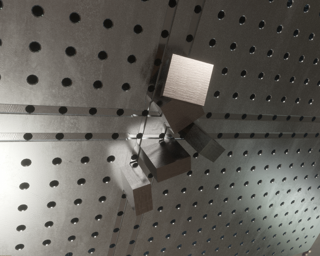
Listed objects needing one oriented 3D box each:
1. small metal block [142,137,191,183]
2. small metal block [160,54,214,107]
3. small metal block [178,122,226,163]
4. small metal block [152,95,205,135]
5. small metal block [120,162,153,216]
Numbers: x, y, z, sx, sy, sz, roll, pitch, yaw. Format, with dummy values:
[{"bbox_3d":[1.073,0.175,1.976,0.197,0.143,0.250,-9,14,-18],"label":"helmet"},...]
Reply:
[{"bbox_3d":[0.008,0.043,0.428,0.050,0.050,0.025,-17,126,-19],"label":"small metal block"},{"bbox_3d":[0.031,-0.056,0.373,0.050,0.025,0.050,13,89,-9],"label":"small metal block"},{"bbox_3d":[0.057,0.017,0.433,0.025,0.050,0.050,-49,143,6],"label":"small metal block"},{"bbox_3d":[0.025,-0.028,0.410,0.050,0.025,0.050,-34,129,-6],"label":"small metal block"},{"bbox_3d":[-0.033,0.084,0.431,0.025,0.050,0.050,-17,125,-19],"label":"small metal block"}]
